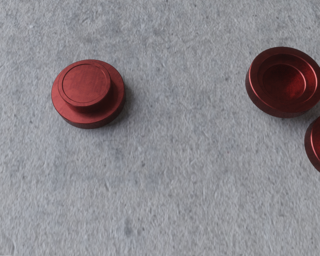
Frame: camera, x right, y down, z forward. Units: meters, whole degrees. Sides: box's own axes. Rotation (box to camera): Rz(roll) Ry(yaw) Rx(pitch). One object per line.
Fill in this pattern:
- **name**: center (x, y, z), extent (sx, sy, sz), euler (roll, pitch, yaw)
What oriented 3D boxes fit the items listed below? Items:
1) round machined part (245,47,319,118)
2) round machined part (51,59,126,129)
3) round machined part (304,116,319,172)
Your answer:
- **round machined part**: center (0.165, -0.058, 0.422), extent (0.099, 0.042, 0.098), euler (0, 70, -1)
- **round machined part**: center (-0.097, -0.051, 0.417), extent (0.099, 0.042, 0.098), euler (0, 70, -1)
- **round machined part**: center (0.243, 0.019, 0.395), extent (0.099, 0.042, 0.098), euler (0, 70, -1)
